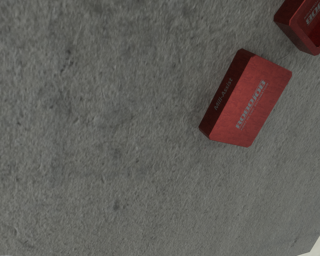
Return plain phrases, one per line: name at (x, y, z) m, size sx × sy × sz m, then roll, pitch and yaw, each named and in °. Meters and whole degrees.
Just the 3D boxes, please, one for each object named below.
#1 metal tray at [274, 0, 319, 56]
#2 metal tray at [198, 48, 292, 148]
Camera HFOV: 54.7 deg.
metal tray at (0.225, -0.176, 0.419) m, size 0.090 × 0.030 × 0.129 m, roll 26°, pitch 104°, yaw -38°
metal tray at (0.123, -0.039, 0.450) m, size 0.091 × 0.030 × 0.129 m, roll 12°, pitch 112°, yaw -34°
